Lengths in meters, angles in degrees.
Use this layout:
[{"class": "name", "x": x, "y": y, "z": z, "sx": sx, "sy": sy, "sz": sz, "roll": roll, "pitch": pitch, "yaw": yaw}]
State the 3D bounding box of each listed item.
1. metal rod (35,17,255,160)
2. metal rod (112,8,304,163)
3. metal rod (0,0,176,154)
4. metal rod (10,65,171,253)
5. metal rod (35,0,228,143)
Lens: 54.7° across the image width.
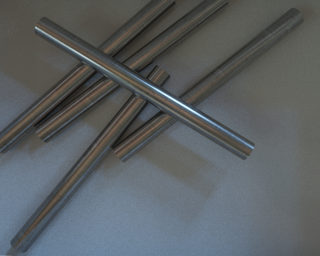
[{"class": "metal rod", "x": -0.018, "y": -0.048, "z": 0.384, "sx": 0.301, "sy": 0.025, "sz": 0.025, "roll": 31, "pitch": 90, "yaw": 0}, {"class": "metal rod", "x": 0.063, "y": -0.056, "z": 0.411, "sx": 0.300, "sy": 0.025, "sz": 0.025, "roll": -38, "pitch": 90, "yaw": 0}, {"class": "metal rod", "x": -0.100, "y": -0.074, "z": 0.410, "sx": 0.300, "sy": 0.025, "sz": 0.025, "roll": -41, "pitch": 90, "yaw": 0}, {"class": "metal rod", "x": -0.091, "y": 0.040, "z": 0.410, "sx": 0.025, "sy": 0.025, "sz": 0.300, "roll": 40, "pitch": 90, "yaw": 0}, {"class": "metal rod", "x": -0.037, "y": -0.081, "z": 0.410, "sx": 0.301, "sy": 0.025, "sz": 0.025, "roll": -37, "pitch": 90, "yaw": 0}]
